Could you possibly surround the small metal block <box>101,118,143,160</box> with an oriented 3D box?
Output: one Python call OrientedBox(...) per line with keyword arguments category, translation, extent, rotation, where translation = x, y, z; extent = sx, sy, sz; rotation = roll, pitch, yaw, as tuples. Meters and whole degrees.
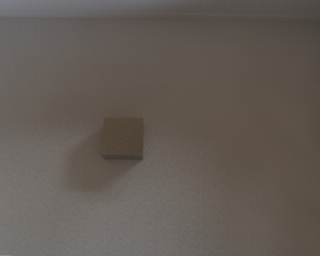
OrientedBox(category="small metal block", translation=(-0.047, 0.014, 0.404), extent=(0.050, 0.025, 0.050), rotation=(1, 70, 0))
